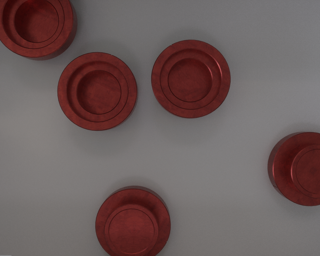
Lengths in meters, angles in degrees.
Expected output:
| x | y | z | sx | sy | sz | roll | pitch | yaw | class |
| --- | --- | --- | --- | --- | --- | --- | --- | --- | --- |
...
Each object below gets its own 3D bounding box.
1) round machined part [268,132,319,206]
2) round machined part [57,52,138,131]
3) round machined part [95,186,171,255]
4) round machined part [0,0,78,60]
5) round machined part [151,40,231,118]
| x | y | z | sx | sy | sz | roll | pitch | yaw | class |
| --- | --- | --- | --- | --- | --- | --- | --- | --- | --- |
| 0.197 | 0.054 | 0.404 | 0.099 | 0.042 | 0.097 | 0 | 90 | 0 | round machined part |
| -0.077 | -0.045 | 0.402 | 0.099 | 0.042 | 0.097 | 0 | 90 | 0 | round machined part |
| -0.035 | 0.128 | 0.403 | 0.099 | 0.042 | 0.097 | 0 | 90 | 0 | round machined part |
| -0.156 | -0.136 | 0.401 | 0.099 | 0.042 | 0.097 | 0 | 92 | -1 | round machined part |
| 0.038 | -0.061 | 0.403 | 0.099 | 0.042 | 0.097 | 0 | 90 | 0 | round machined part |
